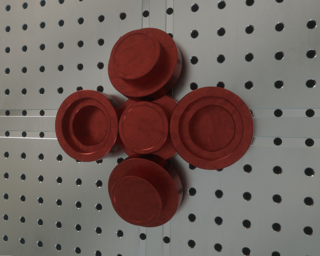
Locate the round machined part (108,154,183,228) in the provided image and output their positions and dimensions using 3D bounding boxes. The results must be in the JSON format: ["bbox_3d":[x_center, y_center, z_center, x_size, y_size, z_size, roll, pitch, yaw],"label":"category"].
[{"bbox_3d":[-0.024,0.085,0.399,0.098,0.042,0.097,5,106,18],"label":"round machined part"}]

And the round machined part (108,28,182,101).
[{"bbox_3d":[-0.025,-0.086,0.399,0.098,0.042,0.098,-5,74,20],"label":"round machined part"}]

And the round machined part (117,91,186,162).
[{"bbox_3d":[-0.015,-0.001,0.407,0.098,0.042,0.097,0,90,19],"label":"round machined part"}]

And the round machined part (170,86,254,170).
[{"bbox_3d":[0.065,0.000,0.380,0.098,0.042,0.097,0,90,19],"label":"round machined part"}]

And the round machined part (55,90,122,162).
[{"bbox_3d":[-0.093,-0.003,0.435,0.098,0.042,0.097,0,90,19],"label":"round machined part"}]
